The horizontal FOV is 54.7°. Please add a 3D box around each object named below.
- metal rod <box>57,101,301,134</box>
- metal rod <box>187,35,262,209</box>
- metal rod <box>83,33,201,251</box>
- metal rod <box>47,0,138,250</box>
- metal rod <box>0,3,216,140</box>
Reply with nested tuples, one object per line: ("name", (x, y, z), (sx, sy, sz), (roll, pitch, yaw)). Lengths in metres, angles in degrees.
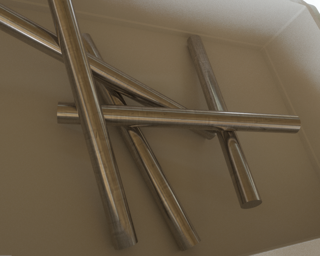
("metal rod", (0.034, -0.011, 0.380), (0.302, 0.025, 0.025), (2, 60, -13))
("metal rod", (0.082, -0.031, 0.443), (0.025, 0.025, 0.299), (8, 50, -24))
("metal rod", (-0.036, 0.005, 0.384), (0.025, 0.025, 0.299), (-18, 72, -35))
("metal rod", (-0.075, -0.024, 0.326), (0.025, 0.025, 0.298), (-14, 86, -34))
("metal rod", (-0.048, -0.056, 0.382), (0.301, 0.025, 0.025), (27, 52, -25))
